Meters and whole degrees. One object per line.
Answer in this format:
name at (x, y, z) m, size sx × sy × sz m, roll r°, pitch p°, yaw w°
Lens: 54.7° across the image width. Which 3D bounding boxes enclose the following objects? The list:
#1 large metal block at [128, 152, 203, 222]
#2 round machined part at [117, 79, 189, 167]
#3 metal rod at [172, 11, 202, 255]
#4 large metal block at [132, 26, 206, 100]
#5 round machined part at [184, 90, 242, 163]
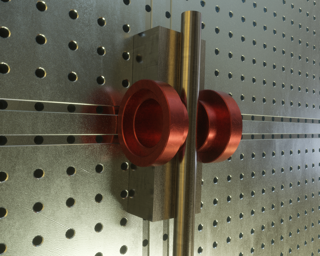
large metal block at (0.008, 0.069, 0.399) m, size 0.081 × 0.050 × 0.080 m, roll 4°, pitch 88°, yaw -40°
round machined part at (-0.005, -0.005, 0.356) m, size 0.042 × 0.098 × 0.097 m, roll 3°, pitch 89°, yaw -40°
metal rod at (0.033, 0.012, 0.371) m, size 0.025 × 0.025 × 0.298 m, roll 3°, pitch 88°, yaw -40°
large metal block at (0.012, -0.078, 0.403) m, size 0.081 × 0.050 × 0.080 m, roll 3°, pitch 88°, yaw -40°
round machined part at (0.057, -0.002, 0.409) m, size 0.042 × 0.098 × 0.097 m, roll 2°, pitch 89°, yaw -35°
